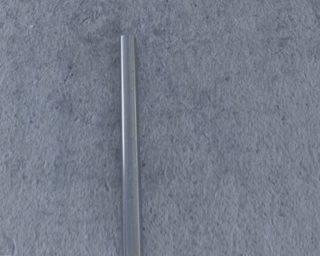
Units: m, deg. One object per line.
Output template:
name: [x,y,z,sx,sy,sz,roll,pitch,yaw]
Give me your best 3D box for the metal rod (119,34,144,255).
metal rod: [-0.039,0.010,0.403,0.025,0.025,0.299,-3,70,-1]
